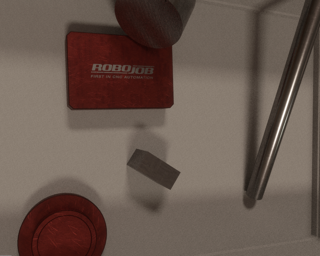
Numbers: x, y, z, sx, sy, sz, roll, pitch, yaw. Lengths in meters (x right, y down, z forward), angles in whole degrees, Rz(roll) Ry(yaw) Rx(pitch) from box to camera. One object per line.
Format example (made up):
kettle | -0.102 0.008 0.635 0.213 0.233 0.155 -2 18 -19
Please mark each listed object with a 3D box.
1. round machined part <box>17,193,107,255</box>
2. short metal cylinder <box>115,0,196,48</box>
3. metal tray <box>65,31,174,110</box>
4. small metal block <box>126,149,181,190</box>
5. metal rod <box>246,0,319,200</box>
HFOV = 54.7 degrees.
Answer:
round machined part | -0.110 0.126 0.356 0.099 0.042 0.097 2 83 -20
short metal cylinder | -0.005 -0.139 0.356 0.080 0.080 0.050 32 60 -18
metal tray | -0.049 -0.069 0.390 0.131 0.030 0.089 -2 91 -21
small metal block | -0.009 0.051 0.395 0.050 0.050 0.025 34 79 -17
metal rod | 0.167 -0.036 0.415 0.025 0.025 0.298 2 112 -20
